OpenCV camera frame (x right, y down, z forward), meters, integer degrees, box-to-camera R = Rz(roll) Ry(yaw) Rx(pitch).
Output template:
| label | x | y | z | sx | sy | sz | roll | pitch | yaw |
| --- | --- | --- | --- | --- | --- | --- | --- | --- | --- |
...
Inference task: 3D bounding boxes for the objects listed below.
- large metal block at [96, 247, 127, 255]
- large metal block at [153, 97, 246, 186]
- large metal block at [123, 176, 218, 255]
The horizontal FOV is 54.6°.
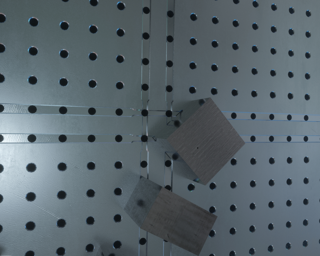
| label | x | y | z | sx | sy | sz | roll | pitch | yaw |
| --- | --- | --- | --- | --- | --- | --- | --- | --- | --- |
| large metal block | -0.051 | 0.205 | 0.381 | 0.080 | 0.050 | 0.080 | 27 | 81 | -18 |
| large metal block | 0.053 | 0.017 | 0.418 | 0.080 | 0.050 | 0.080 | -43 | 104 | -15 |
| large metal block | 0.010 | 0.106 | 0.387 | 0.080 | 0.080 | 0.050 | 31 | 80 | -17 |
